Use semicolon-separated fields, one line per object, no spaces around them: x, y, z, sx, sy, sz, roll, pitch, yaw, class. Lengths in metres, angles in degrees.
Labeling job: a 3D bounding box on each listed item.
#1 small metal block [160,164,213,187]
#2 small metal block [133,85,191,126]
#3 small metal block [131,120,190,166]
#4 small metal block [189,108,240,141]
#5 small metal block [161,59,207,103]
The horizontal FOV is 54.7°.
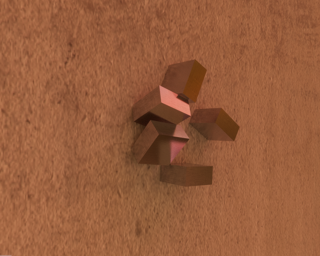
0.036;0.062;0.421;0.050;0.050;0.025;5;87;-40;small metal block
0.002;-0.022;0.388;0.050;0.050;0.025;22;50;-38;small metal block
0.000;0.020;0.389;0.050;0.025;0.050;10;127;-40;small metal block
0.080;-0.004;0.458;0.050;0.050;0.025;40;66;-33;small metal block
0.029;-0.060;0.415;0.025;0.050;0.050;33;70;-36;small metal block
